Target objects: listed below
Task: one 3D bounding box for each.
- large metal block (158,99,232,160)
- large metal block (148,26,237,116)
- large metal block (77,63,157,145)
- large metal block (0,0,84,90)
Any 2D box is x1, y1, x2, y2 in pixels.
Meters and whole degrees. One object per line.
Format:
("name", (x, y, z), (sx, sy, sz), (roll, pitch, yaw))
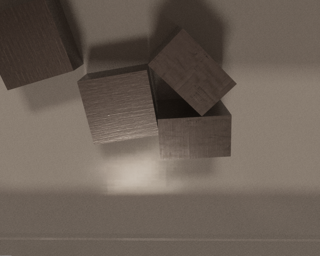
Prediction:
("large metal block", (0.039, -0.002, 0.382), (0.081, 0.080, 0.050), (-3, 110, 1))
("large metal block", (0.034, -0.069, 0.357), (0.080, 0.080, 0.050), (42, 105, -14))
("large metal block", (-0.048, -0.031, 0.386), (0.080, 0.050, 0.079), (-9, 110, 3))
("large metal block", (-0.147, -0.098, 0.360), (0.080, 0.050, 0.080), (-16, 110, 5))
